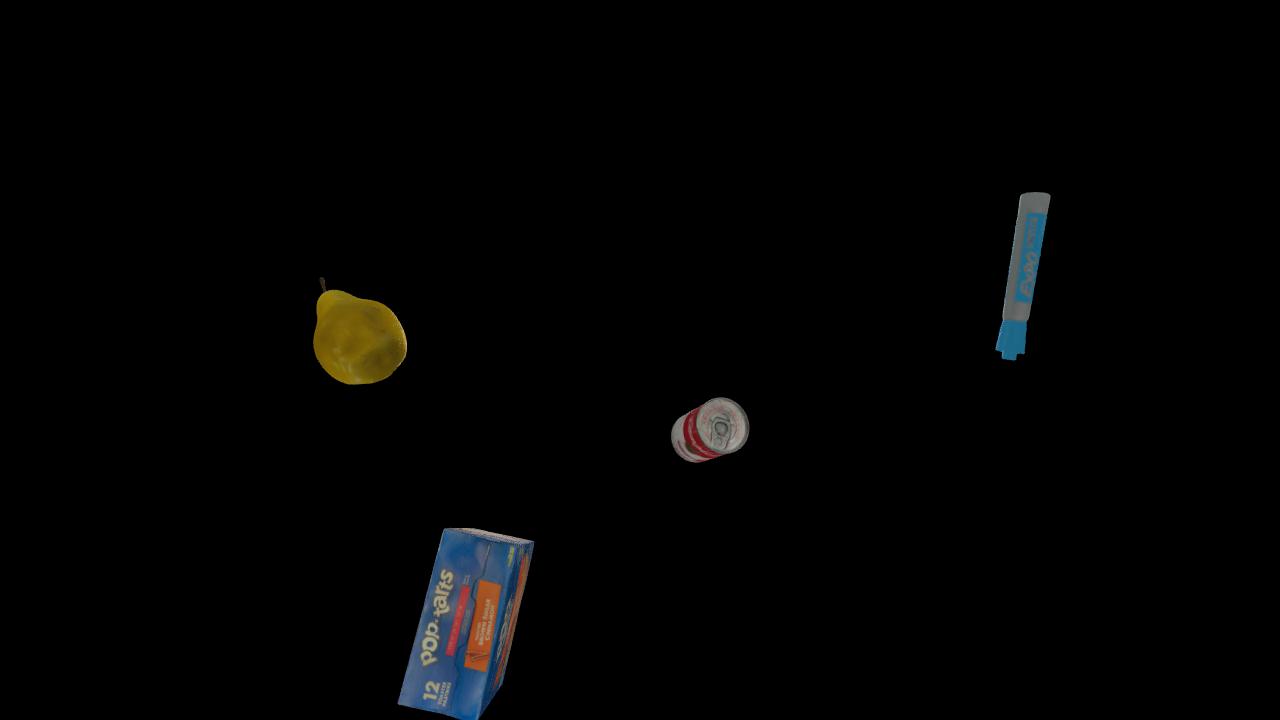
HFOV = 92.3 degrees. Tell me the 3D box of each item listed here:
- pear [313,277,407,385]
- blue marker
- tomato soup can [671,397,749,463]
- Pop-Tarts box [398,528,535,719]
[{"bbox_3d":[-0.261,-0.029,0.547,0.111,0.080,0.080,38,20,28],"label":"pear"},{"bbox_3d":[0.278,-0.060,0.448,0.020,0.121,0.020,8,2,0],"label":"blue marker"},{"bbox_3d":[0.084,0.089,0.765,0.068,0.068,0.101,0,-15,-16],"label":"tomato soup can"},{"bbox_3d":[-0.179,0.274,0.668,0.083,0.167,0.141,10,-16,1],"label":"Pop-Tarts box"}]
